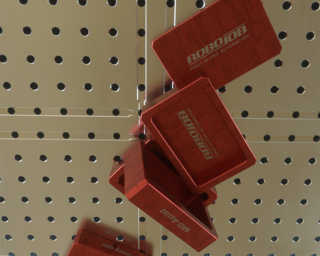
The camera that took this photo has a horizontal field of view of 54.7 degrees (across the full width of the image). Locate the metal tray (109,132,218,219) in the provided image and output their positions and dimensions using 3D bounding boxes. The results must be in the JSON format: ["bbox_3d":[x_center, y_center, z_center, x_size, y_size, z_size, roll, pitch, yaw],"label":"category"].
[{"bbox_3d":[0.005,0.079,0.439,0.130,0.030,0.090,42,104,-14],"label":"metal tray"}]

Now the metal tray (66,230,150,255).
[{"bbox_3d":[-0.087,0.226,0.492,0.131,0.030,0.089,25,108,-10],"label":"metal tray"}]

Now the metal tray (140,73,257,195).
[{"bbox_3d":[0.048,0.009,0.382,0.090,0.030,0.130,-31,108,10],"label":"metal tray"}]

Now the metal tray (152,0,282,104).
[{"bbox_3d":[0.067,-0.099,0.375,0.130,0.030,0.090,-30,108,10],"label":"metal tray"}]

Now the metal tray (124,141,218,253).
[{"bbox_3d":[0.012,0.083,0.385,0.030,0.090,0.130,-41,115,13],"label":"metal tray"}]
